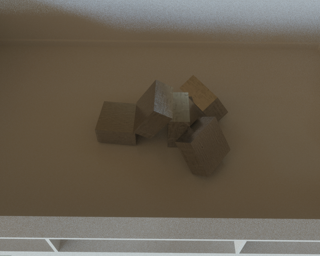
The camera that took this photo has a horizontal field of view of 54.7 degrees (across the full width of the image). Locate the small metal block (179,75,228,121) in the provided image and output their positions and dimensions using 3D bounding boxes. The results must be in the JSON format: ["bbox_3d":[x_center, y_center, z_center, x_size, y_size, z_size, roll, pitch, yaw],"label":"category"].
[{"bbox_3d":[0.059,-0.037,0.415,0.025,0.050,0.050,-44,57,7],"label":"small metal block"}]

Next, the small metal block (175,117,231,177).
[{"bbox_3d":[0.052,0.021,0.366,0.025,0.050,0.050,2,38,50],"label":"small metal block"}]

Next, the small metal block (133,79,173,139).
[{"bbox_3d":[-0.008,-0.022,0.382,0.025,0.050,0.050,22,49,-23],"label":"small metal block"}]

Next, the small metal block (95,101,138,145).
[{"bbox_3d":[-0.053,-0.007,0.407,0.050,0.025,0.050,5,50,4],"label":"small metal block"}]

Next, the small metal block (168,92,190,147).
[{"bbox_3d":[0.023,-0.010,0.396,0.025,0.050,0.050,1,50,0],"label":"small metal block"}]
